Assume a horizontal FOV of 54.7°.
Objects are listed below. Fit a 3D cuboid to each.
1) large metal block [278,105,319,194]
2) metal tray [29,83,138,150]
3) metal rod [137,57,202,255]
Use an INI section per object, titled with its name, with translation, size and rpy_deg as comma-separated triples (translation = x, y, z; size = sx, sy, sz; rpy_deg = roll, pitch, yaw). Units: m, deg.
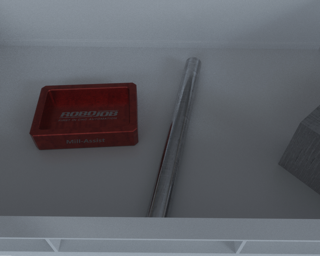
[large metal block]
translation = 0.193, 0.030, 0.347
size = 0.050, 0.080, 0.080
rpy_deg = -35, 58, -26
[metal tray]
translation = -0.096, -0.018, 0.415
size = 0.131, 0.030, 0.090
rpy_deg = -2, 50, -3
[metal rod]
translation = 0.021, 0.010, 0.396
size = 0.025, 0.025, 0.300
rpy_deg = 10, 51, 8
